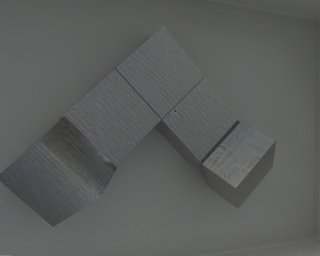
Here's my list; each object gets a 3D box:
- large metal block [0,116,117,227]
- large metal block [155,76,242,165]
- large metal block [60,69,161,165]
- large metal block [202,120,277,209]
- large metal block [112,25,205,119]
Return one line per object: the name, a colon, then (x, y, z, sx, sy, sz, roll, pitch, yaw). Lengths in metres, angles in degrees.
large metal block: (-0.109, 0.048, 0.332, 0.080, 0.050, 0.080, -35, 106, 27)
large metal block: (0.047, -0.009, 0.413, 0.080, 0.050, 0.080, -46, 104, -14)
large metal block: (-0.060, -0.011, 0.373, 0.080, 0.050, 0.080, -46, 104, -14)
large metal block: (0.107, 0.050, 0.412, 0.080, 0.050, 0.080, -46, 148, -14)
large metal block: (-0.005, -0.067, 0.393, 0.080, 0.050, 0.080, -46, 104, -14)
